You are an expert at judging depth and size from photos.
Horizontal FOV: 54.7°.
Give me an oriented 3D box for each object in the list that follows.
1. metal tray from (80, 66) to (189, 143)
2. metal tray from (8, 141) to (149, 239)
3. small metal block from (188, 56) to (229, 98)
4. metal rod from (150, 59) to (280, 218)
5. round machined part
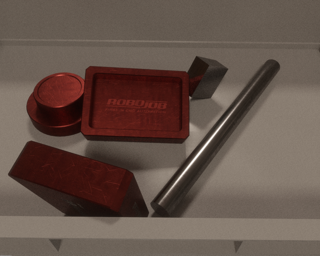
[{"bbox_3d":[-0.030,-0.029,0.395,0.131,0.030,0.090,2,76,-5],"label":"metal tray"},{"bbox_3d":[-0.063,0.062,0.281,0.090,0.130,0.030,15,64,12],"label":"metal tray"},{"bbox_3d":[0.062,-0.070,0.436,0.050,0.050,0.025,-4,41,-49],"label":"small metal block"},{"bbox_3d":[0.089,-0.005,0.410,0.025,0.025,0.301,29,56,22],"label":"metal rod"},{"bbox_3d":[-0.133,-0.039,0.425,0.099,0.042,0.098,0,50,0],"label":"round machined part"}]
